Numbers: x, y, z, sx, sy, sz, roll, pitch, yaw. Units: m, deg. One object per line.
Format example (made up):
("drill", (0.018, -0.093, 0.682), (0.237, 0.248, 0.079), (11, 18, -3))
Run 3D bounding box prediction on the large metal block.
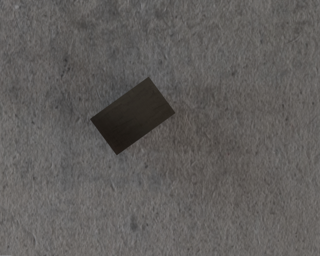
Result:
("large metal block", (-0.030, -0.013, 0.382), (0.080, 0.080, 0.050), (-36, 90, 0))
